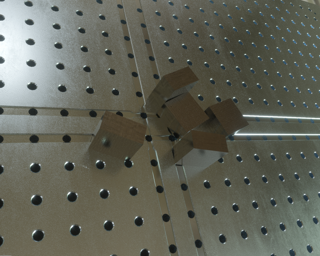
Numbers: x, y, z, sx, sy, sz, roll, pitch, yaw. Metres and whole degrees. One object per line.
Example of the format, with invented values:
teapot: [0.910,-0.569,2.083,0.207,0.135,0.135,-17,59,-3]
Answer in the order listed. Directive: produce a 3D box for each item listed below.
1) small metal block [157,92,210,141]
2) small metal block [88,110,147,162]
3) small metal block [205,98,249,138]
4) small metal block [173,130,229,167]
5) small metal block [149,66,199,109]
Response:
small metal block: [0.033,-0.018,0.436,0.050,0.025,0.050,-30,79,-38]
small metal block: [-0.049,0.011,0.359,0.050,0.050,0.025,21,54,-16]
small metal block: [0.098,-0.012,0.468,0.050,0.025,0.050,-22,74,-36]
small metal block: [0.051,0.028,0.402,0.050,0.050,0.025,9,58,-24]
small metal block: [0.019,-0.056,0.436,0.050,0.050,0.025,-28,77,-37]
